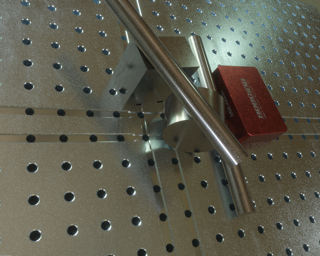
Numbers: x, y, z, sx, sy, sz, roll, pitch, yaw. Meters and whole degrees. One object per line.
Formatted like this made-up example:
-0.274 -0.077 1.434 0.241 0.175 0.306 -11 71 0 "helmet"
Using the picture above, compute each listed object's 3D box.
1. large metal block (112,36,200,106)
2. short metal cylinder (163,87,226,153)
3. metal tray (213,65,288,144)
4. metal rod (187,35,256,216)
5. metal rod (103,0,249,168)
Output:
-0.008 -0.077 0.417 0.081 0.080 0.050 -11 68 -33 "large metal block"
0.045 -0.009 0.405 0.081 0.080 0.050 18 55 -19 "short metal cylinder"
0.144 -0.041 0.510 0.091 0.030 0.130 -5 64 -31 "metal tray"
0.085 -0.020 0.468 0.025 0.025 0.299 3 60 -27 "metal rod"
-0.002 -0.083 0.356 0.025 0.025 0.299 -29 78 -38 "metal rod"
